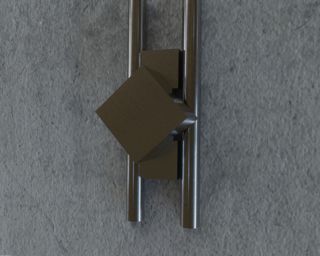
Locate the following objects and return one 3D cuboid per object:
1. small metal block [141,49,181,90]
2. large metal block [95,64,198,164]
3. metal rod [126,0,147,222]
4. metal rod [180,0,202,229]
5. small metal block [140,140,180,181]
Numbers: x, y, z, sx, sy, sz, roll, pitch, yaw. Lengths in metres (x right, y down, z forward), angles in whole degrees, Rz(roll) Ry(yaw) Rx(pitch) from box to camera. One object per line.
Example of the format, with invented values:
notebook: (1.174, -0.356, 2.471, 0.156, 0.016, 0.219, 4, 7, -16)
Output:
small metal block: (0.004, -0.075, 0.407, 0.050, 0.025, 0.050, 1, 90, 19)
large metal block: (-0.015, -0.015, 0.373, 0.080, 0.050, 0.080, -43, 77, 15)
metal rod: (-0.032, -0.025, 0.421, 0.025, 0.025, 0.298, 1, 90, 19)
metal rod: (0.040, -0.024, 0.396, 0.025, 0.025, 0.298, 1, 90, 19)
small metal block: (0.002, 0.041, 0.407, 0.050, 0.025, 0.050, 1, 90, 19)
